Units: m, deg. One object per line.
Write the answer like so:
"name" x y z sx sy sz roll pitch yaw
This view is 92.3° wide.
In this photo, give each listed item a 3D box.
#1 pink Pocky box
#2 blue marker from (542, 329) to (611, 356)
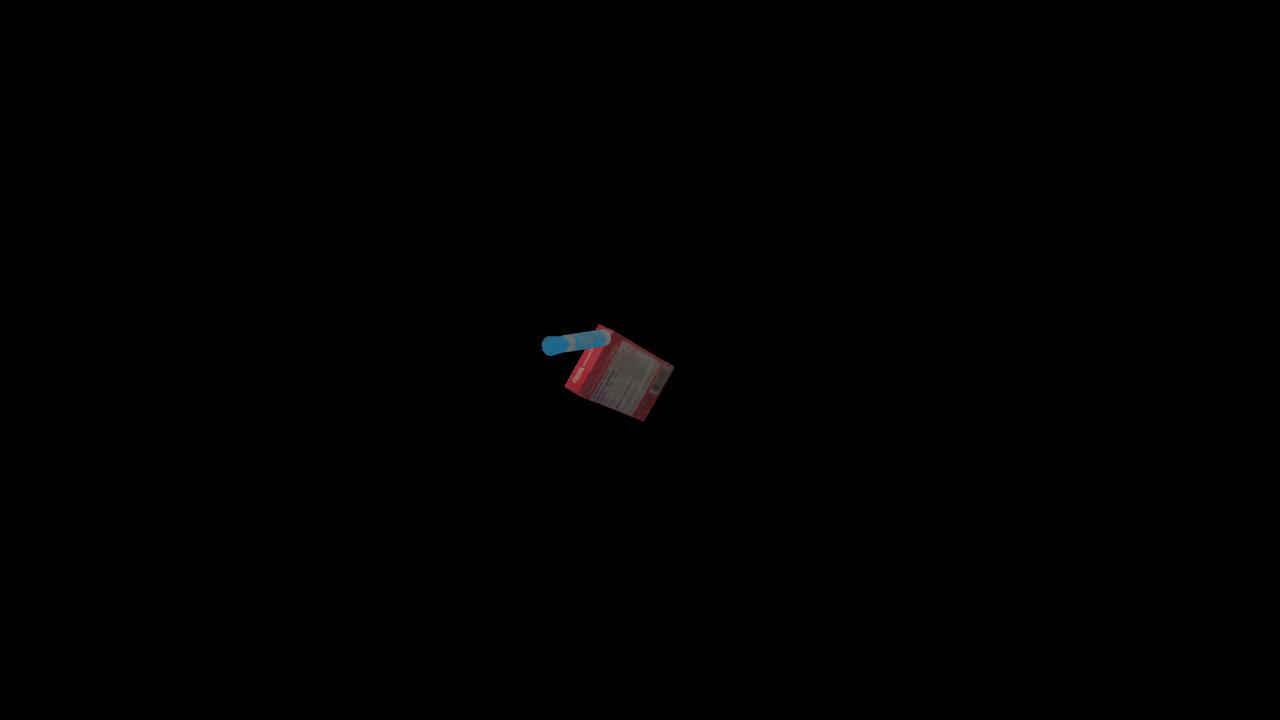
"pink Pocky box" -0.021 0.020 0.753 0.029 0.084 0.155 29 0 34
"blue marker" -0.064 -0.019 0.629 0.020 0.020 0.121 0 6 23
